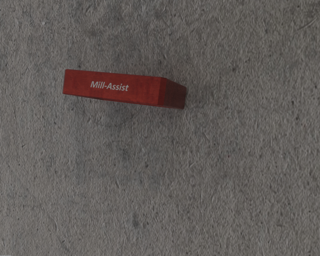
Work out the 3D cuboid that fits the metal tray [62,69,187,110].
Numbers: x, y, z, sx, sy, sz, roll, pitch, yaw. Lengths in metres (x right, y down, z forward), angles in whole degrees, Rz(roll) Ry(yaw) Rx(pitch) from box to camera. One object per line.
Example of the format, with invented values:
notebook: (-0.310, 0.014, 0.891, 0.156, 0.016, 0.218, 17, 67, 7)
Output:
metal tray: (-0.041, -0.047, 0.389, 0.130, 0.090, 0.030, 8, 93, 20)
